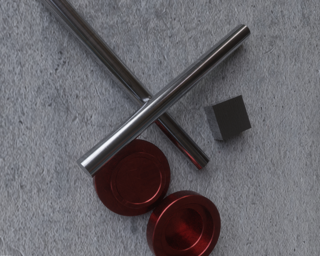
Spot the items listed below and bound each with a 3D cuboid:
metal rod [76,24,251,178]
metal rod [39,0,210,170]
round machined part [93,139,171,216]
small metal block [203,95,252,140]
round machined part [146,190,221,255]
[{"bbox_3d":[0.020,-0.048,0.393,0.301,0.025,0.025,-42,104,-24],"label":"metal rod"},{"bbox_3d":[-0.039,-0.058,0.394,0.025,0.025,0.300,-46,105,-14],"label":"metal rod"},{"bbox_3d":[-0.032,0.062,0.389,0.099,0.042,0.097,0,90,-20],"label":"round machined part"},{"bbox_3d":[0.097,-0.015,0.445,0.050,0.025,0.050,-21,97,-19],"label":"small metal block"},{"bbox_3d":[0.027,0.129,0.406,0.099,0.042,0.097,-3,98,-25],"label":"round machined part"}]
